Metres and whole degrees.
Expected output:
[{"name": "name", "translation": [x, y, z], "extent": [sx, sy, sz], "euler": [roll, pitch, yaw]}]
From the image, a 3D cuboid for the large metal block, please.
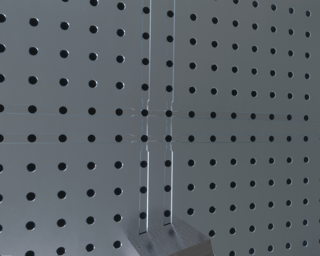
[{"name": "large metal block", "translation": [0.013, 0.163, 0.388], "extent": [0.081, 0.080, 0.050], "euler": [-14, 95, -19]}]
